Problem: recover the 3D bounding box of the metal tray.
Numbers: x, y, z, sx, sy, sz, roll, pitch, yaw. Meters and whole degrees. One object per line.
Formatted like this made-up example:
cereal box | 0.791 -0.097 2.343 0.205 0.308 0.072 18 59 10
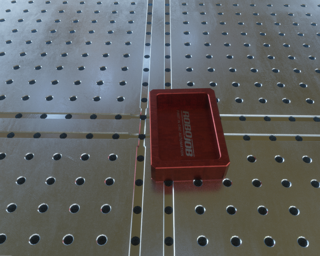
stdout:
metal tray | 0.033 0.004 0.401 0.091 0.030 0.130 -1 50 -2
